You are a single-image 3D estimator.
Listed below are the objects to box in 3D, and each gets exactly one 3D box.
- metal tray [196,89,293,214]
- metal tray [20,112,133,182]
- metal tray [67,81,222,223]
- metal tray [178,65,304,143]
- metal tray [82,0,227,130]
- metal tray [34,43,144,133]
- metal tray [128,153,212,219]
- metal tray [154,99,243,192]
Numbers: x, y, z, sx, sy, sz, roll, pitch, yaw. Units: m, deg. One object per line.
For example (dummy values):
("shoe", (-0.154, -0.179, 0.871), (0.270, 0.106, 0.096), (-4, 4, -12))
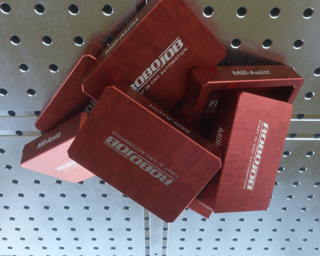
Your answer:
("metal tray", (0.097, 0.028, 0.349), (0.091, 0.030, 0.129), (8, 97, -33))
("metal tray", (-0.105, 0.031, 0.404), (0.130, 0.030, 0.090), (-24, 143, 33))
("metal tray", (-0.016, 0.025, 0.314), (0.130, 0.030, 0.090), (35, 110, -3))
("metal tray", (0.090, -0.025, 0.358), (0.131, 0.030, 0.089), (-6, 133, -22))
("metal tray", (-0.007, -0.066, 0.327), (0.130, 0.030, 0.090), (-43, 121, 14))
("metal tray", (-0.083, -0.028, 0.383), (0.090, 0.030, 0.129), (31, 123, -24))
("metal tray", (0.005, 0.068, 0.408), (0.090, 0.130, 0.030), (35, 80, -27))
("metal tray", (0.050, 0.021, 0.388), (0.130, 0.090, 0.030), (37, 121, -26))
